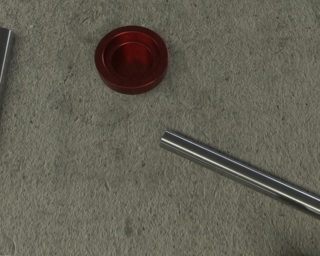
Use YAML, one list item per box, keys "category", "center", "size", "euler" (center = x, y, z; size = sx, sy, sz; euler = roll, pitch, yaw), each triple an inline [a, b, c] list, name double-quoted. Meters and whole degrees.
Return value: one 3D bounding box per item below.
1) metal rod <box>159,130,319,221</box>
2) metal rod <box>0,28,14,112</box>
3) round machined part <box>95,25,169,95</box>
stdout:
- category: "metal rod"
  center: [0.140, 0.074, 0.382]
  size: [0.301, 0.025, 0.025]
  euler: [24, 72, 8]
- category: "metal rod"
  center: [-0.228, 0.000, 0.405]
  size: [0.025, 0.025, 0.299]
  euler: [0, 70, 0]
- category: "round machined part"
  center: [-0.038, -0.090, 0.431]
  size: [0.099, 0.042, 0.098]
  euler: [0, 70, -1]
